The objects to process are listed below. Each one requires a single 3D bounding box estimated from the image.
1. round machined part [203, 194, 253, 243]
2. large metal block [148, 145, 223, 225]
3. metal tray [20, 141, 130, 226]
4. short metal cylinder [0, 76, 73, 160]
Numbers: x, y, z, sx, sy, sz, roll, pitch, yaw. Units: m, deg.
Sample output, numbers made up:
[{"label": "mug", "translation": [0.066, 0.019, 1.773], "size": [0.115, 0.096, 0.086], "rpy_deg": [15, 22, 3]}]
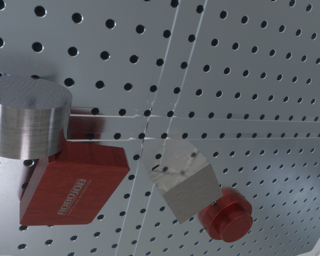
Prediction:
[{"label": "round machined part", "translation": [0.134, 0.175, 0.582], "size": [0.099, 0.042, 0.097], "rpy_deg": [-14, 124, -21]}, {"label": "large metal block", "translation": [0.040, 0.086, 0.470], "size": [0.080, 0.050, 0.080], "rpy_deg": [-32, 129, -8]}, {"label": "metal tray", "translation": [-0.104, 0.071, 0.369], "size": [0.091, 0.030, 0.129], "rpy_deg": [10, 132, -33]}, {"label": "short metal cylinder", "translation": [-0.129, -0.012, 0.297], "size": [0.081, 0.080, 0.050], "rpy_deg": [1, 118, -29]}]
